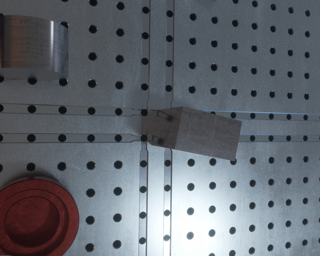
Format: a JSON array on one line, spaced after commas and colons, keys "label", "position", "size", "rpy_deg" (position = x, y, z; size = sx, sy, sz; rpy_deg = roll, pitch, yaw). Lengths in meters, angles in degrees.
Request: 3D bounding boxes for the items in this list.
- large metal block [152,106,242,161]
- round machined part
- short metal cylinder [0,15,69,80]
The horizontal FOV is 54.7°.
[{"label": "large metal block", "position": [0.045, 0.008, 0.400], "size": [0.081, 0.080, 0.050], "rpy_deg": [12, 86, -20]}, {"label": "round machined part", "position": [-0.144, 0.103, 0.351], "size": [0.099, 0.042, 0.097], "rpy_deg": [0, 90, -20]}, {"label": "short metal cylinder", "position": [-0.140, -0.082, 0.332], "size": [0.081, 0.080, 0.050], "rpy_deg": [0, 90, -20]}]
